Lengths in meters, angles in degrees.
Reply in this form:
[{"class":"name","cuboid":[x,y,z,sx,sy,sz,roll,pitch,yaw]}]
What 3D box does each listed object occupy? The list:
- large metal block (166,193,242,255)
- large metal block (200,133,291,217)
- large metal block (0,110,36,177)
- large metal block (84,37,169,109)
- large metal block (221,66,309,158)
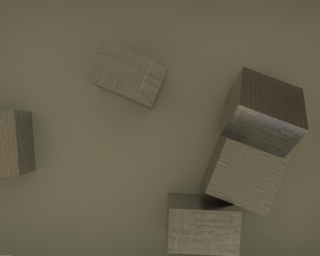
[{"class":"large metal block","cuboid":[0.050,0.116,0.384,0.080,0.080,0.050,3,91,0]},{"class":"large metal block","cuboid":[0.107,0.056,0.400,0.080,0.050,0.080,22,90,0]},{"class":"large metal block","cuboid":[-0.213,0.021,0.397,0.080,0.050,0.080,-4,90,0]},{"class":"large metal block","cuboid":[-0.037,-0.062,0.383,0.080,0.080,0.050,23,90,0]},{"class":"large metal block","cuboid":[0.126,-0.021,0.379,0.080,0.080,0.050,21,134,0]}]
